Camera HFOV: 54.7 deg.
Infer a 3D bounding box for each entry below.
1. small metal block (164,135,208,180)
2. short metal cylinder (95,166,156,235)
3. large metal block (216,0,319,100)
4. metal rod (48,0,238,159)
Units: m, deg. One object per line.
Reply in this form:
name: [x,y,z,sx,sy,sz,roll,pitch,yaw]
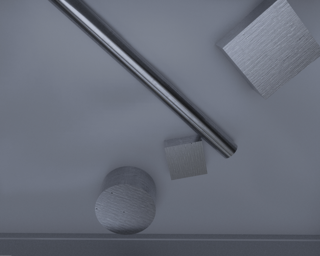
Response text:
small metal block: [0.035,0.040,0.427,0.050,0.025,0.050,-11,110,3]
short metal cylinder: [-0.046,0.101,0.435,0.081,0.050,0.079,0,110,-1]
large metal block: [0.125,-0.094,0.365,0.080,0.050,0.080,-41,106,13]
metal rod: [-0.014,-0.063,0.387,0.300,0.025,0.025,41,105,-14]
